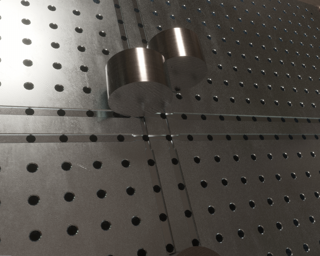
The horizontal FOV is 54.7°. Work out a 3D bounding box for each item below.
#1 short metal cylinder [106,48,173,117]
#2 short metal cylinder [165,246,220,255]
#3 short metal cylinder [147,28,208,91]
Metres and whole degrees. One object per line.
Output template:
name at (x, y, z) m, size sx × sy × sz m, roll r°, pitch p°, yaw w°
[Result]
short metal cylinder at (-0.027, -0.056, 0.394) m, size 0.081 × 0.080 × 0.050 m, roll 5°, pitch 60°, yaw -26°
short metal cylinder at (0.030, 0.164, 0.309) m, size 0.081 × 0.050 × 0.080 m, roll 14°, pitch 56°, yaw -21°
short metal cylinder at (0.024, -0.096, 0.446) m, size 0.081 × 0.080 × 0.050 m, roll 5°, pitch 59°, yaw -26°
